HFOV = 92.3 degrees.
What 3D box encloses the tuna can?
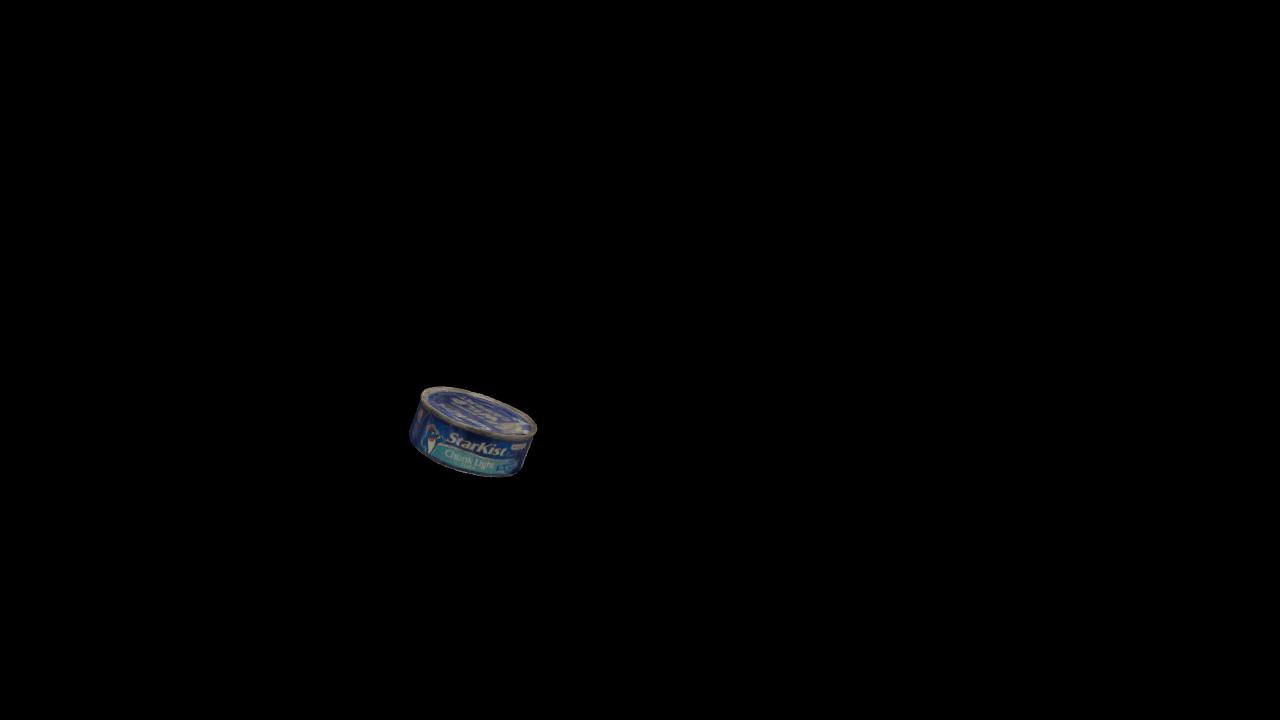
[{"bbox_3d":[-0.118,0.050,0.437,0.084,0.034,0.084,21,7,-3],"label":"tuna can"}]
